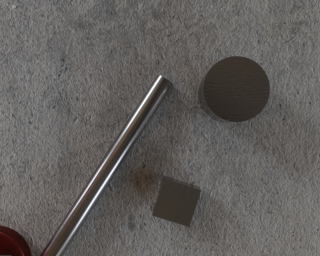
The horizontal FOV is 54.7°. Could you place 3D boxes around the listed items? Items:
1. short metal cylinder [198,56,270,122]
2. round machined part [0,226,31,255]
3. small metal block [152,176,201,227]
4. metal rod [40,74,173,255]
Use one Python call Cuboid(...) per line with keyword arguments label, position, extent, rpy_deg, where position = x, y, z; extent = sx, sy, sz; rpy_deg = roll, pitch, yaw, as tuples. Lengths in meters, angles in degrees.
Cuboid(label="short metal cylinder", position=(0.093, -0.047, 0.399), extent=(0.081, 0.050, 0.079), rpy_deg=(0, 90, -1))
Cuboid(label="round machined part", position=(-0.223, 0.180, 0.399), extent=(0.099, 0.042, 0.097), rpy_deg=(0, 90, -1))
Cuboid(label="small metal block", position=(0.021, 0.096, 0.410), extent=(0.050, 0.025, 0.050), rpy_deg=(18, 90, -1))
Cuboid(label="metal rod", position=(-0.074, 0.062, 0.409), extent=(0.025, 0.025, 0.299), rpy_deg=(33, 90, -1))
